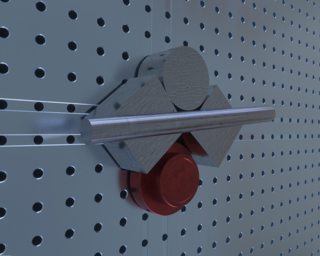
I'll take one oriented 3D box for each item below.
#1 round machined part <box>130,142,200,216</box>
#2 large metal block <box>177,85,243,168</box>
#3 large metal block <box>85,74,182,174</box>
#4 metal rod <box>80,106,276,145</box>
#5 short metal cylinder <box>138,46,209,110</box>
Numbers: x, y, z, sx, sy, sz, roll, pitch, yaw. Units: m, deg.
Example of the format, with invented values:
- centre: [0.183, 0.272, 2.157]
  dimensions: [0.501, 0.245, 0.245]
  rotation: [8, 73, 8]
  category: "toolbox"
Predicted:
- centre: [0.013, 0.066, 0.405]
  dimensions: [0.099, 0.042, 0.097]
  rotation: [0, 90, -40]
  category: "round machined part"
- centre: [0.062, -0.003, 0.437]
  dimensions: [0.080, 0.050, 0.080]
  rotation: [50, 62, -29]
  category: "large metal block"
- centre: [-0.026, -0.006, 0.366]
  dimensions: [0.080, 0.050, 0.080]
  rotation: [-47, 120, -30]
  category: "large metal block"
- centre: [0.049, -0.009, 0.378]
  dimensions: [0.302, 0.025, 0.025]
  rotation: [-6, 94, -39]
  category: "metal rod"
- centre: [0.018, -0.062, 0.403]
  dimensions: [0.081, 0.050, 0.079]
  rotation: [0, 90, -40]
  category: "short metal cylinder"
